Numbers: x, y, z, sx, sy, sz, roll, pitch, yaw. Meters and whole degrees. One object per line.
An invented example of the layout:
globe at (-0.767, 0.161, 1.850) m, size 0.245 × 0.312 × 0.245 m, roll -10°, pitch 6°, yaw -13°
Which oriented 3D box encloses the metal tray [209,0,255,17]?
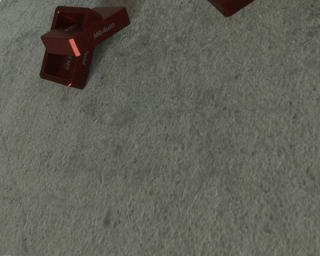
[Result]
metal tray at (0.133, -0.237, 0.476) m, size 0.130 × 0.030 × 0.090 m, roll -32°, pitch 52°, yaw 6°

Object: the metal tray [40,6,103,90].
metal tray at (-0.154, -0.139, 0.531) m, size 0.090 × 0.030 × 0.129 m, roll 18°, pitch 95°, yaw 34°

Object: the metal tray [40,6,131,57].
metal tray at (-0.126, -0.170, 0.535) m, size 0.090 × 0.030 × 0.131 m, roll 16°, pitch 47°, yaw 37°
